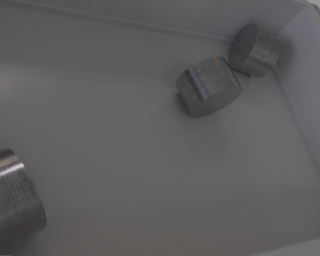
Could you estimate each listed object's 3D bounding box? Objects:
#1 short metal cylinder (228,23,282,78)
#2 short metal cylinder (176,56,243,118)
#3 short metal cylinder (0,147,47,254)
[{"bbox_3d":[0.164,-0.134,0.540,0.050,0.080,0.080,18,55,-18],"label":"short metal cylinder"},{"bbox_3d":[0.069,-0.057,0.442,0.081,0.080,0.050,-13,69,-33],"label":"short metal cylinder"},{"bbox_3d":[-0.138,0.062,0.258,0.050,0.080,0.080,-26,76,-37],"label":"short metal cylinder"}]
